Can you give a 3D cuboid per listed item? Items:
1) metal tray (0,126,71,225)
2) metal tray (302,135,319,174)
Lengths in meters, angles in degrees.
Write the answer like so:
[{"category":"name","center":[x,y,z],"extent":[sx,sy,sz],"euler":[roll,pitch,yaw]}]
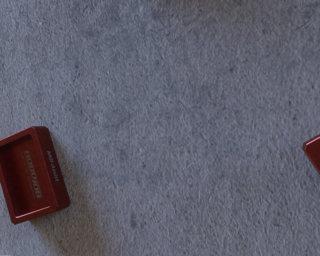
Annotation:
[{"category":"metal tray","center":[-0.199,0.072,0.474],"extent":[0.090,0.030,0.129],"euler":[-21,83,18]},{"category":"metal tray","center":[0.228,0.051,0.326],"extent":[0.090,0.030,0.130],"euler":[-34,80,16]}]
